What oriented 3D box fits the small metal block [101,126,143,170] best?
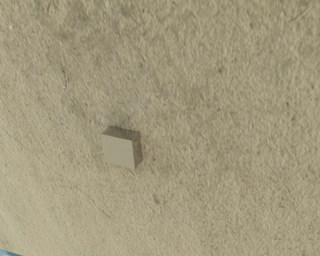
[{"bbox_3d":[-0.055,0.028,0.452,0.050,0.025,0.050,11,123,22],"label":"small metal block"}]
